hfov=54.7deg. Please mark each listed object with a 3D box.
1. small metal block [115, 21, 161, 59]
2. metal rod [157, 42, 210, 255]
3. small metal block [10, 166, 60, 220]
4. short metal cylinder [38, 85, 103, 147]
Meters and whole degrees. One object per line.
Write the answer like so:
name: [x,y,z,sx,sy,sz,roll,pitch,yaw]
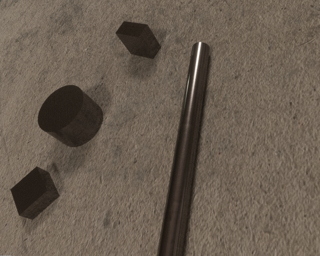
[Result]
small metal block: [-0.034,-0.139,0.489,0.050,0.050,0.025,21,73,35]
metal rod: [0.032,0.018,0.374,0.025,0.025,0.299,-3,60,26]
small metal block: [-0.177,0.092,0.438,0.050,0.025,0.050,-42,51,-1]
short metal cylinder: [-0.134,-0.018,0.467,0.080,0.050,0.080,-13,56,20]
